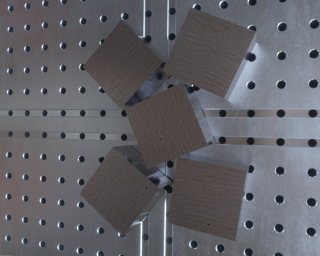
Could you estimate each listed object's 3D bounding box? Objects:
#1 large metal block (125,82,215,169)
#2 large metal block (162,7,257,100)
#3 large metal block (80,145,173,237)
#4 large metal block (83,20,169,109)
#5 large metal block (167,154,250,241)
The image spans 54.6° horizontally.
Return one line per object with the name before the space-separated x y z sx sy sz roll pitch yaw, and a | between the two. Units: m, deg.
large metal block | 0.014 -0.002 0.394 0.080 0.050 0.080 -24 82 18
large metal block | 0.061 -0.087 0.377 0.080 0.050 0.080 27 99 15
large metal block | -0.045 0.080 0.414 0.080 0.050 0.080 40 102 16
large metal block | -0.040 -0.080 0.414 0.080 0.050 0.080 -46 75 15
large metal block | 0.060 0.080 0.378 0.080 0.050 0.080 10 93 19
